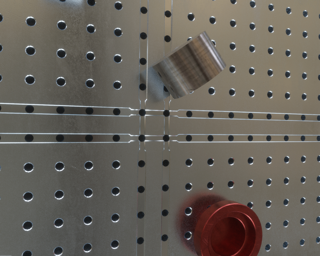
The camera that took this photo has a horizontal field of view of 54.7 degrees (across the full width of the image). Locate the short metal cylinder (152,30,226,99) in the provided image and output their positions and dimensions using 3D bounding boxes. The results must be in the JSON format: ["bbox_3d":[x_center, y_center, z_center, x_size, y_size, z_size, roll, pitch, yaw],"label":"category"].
[{"bbox_3d":[0.037,-0.081,0.398,0.080,0.080,0.050,-38,103,-16],"label":"short metal cylinder"}]

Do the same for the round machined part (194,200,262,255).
[{"bbox_3d":[0.092,0.151,0.439,0.099,0.042,0.097,0,90,-21],"label":"round machined part"}]
